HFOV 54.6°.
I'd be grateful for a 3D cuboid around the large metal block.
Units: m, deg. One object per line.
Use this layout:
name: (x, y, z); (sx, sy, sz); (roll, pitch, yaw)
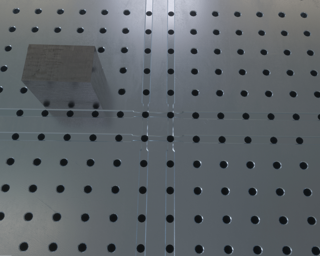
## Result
large metal block: (-0.120, -0.064, 0.405); (0.080, 0.080, 0.050); (2, 70, 1)
